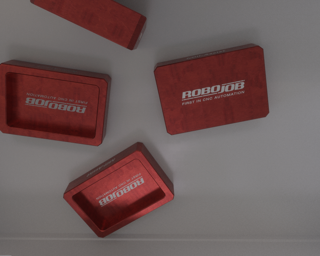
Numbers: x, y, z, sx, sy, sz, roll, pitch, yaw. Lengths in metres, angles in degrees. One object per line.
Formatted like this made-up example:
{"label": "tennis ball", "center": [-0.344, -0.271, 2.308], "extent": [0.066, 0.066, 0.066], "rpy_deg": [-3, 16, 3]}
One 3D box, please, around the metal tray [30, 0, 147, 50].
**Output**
{"label": "metal tray", "center": [-0.061, -0.112, 0.312], "extent": [0.090, 0.130, 0.030], "rpy_deg": [24, 102, -9]}

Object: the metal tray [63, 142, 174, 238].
{"label": "metal tray", "center": [-0.057, 0.090, 0.440], "extent": [0.130, 0.030, 0.090], "rpy_deg": [-31, 107, 10]}

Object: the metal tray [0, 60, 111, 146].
{"label": "metal tray", "center": [-0.133, -0.031, 0.395], "extent": [0.131, 0.030, 0.089], "rpy_deg": [8, 110, -3]}

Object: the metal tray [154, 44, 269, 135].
{"label": "metal tray", "center": [0.065, -0.048, 0.391], "extent": [0.131, 0.030, 0.089], "rpy_deg": [-11, 110, 4]}
